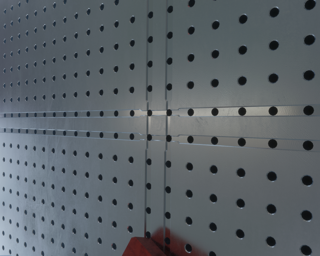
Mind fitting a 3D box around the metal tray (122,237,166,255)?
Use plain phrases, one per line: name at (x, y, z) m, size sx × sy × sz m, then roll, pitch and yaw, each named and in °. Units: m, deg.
metal tray at (-0.030, 0.222, 0.400) m, size 0.090 × 0.030 × 0.129 m, roll 31°, pitch 94°, yaw 46°
